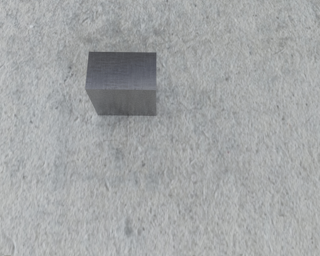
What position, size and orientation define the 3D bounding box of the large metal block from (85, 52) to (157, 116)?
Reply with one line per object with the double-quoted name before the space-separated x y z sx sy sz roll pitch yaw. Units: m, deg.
"large metal block" -0.045 -0.054 0.398 0.081 0.080 0.050 1 70 0
